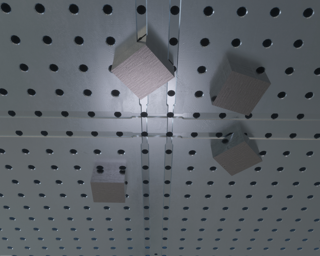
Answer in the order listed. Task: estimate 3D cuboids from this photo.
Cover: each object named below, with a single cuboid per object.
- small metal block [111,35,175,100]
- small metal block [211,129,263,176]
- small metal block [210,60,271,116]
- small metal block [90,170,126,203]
[{"bbox_3d":[-0.019,-0.068,0.354,0.050,0.025,0.050,-31,124,24],"label":"small metal block"},{"bbox_3d":[0.109,0.036,0.443,0.050,0.025,0.050,-32,123,24],"label":"small metal block"},{"bbox_3d":[0.095,-0.047,0.372,0.050,0.025,0.050,15,129,-13],"label":"small metal block"},{"bbox_3d":[-0.080,0.092,0.489,0.050,0.025,0.050,1,130,-2],"label":"small metal block"}]
